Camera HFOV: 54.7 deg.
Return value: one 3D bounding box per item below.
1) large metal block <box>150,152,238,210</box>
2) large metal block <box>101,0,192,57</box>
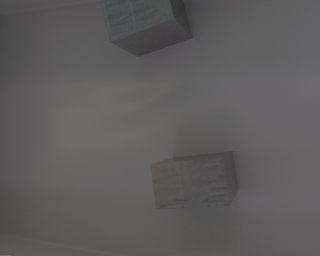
[{"bbox_3d":[0.044,0.059,0.366,0.080,0.080,0.050,-8,87,20],"label":"large metal block"},{"bbox_3d":[-0.013,-0.133,0.386,0.080,0.080,0.050,-14,85,19],"label":"large metal block"}]
